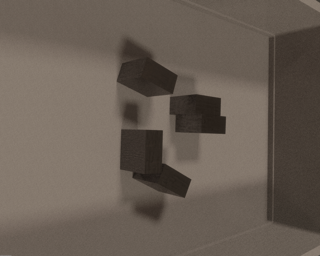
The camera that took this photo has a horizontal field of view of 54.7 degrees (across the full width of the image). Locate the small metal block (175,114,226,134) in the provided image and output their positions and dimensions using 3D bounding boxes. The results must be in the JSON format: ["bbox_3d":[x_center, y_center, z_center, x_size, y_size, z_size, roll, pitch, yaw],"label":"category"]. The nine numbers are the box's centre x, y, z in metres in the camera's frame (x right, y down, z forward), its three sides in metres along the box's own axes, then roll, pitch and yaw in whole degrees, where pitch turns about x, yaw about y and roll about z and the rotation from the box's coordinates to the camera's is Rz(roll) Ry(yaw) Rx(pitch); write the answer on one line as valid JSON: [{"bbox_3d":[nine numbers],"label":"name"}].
[{"bbox_3d":[0.058,-0.005,0.441,0.050,0.050,0.025,3,89,-40],"label":"small metal block"}]

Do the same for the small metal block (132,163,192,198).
[{"bbox_3d":[0.002,0.065,0.395,0.050,0.050,0.025,35,69,-35],"label":"small metal block"}]

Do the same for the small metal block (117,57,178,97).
[{"bbox_3d":[-0.016,-0.061,0.379,0.050,0.050,0.025,24,75,-38],"label":"small metal block"}]

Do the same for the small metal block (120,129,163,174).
[{"bbox_3d":[-0.023,0.027,0.373,0.025,0.050,0.050,3,89,-40],"label":"small metal block"}]

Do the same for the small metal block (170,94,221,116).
[{"bbox_3d":[0.049,-0.030,0.434,0.050,0.050,0.025,3,88,-40],"label":"small metal block"}]
